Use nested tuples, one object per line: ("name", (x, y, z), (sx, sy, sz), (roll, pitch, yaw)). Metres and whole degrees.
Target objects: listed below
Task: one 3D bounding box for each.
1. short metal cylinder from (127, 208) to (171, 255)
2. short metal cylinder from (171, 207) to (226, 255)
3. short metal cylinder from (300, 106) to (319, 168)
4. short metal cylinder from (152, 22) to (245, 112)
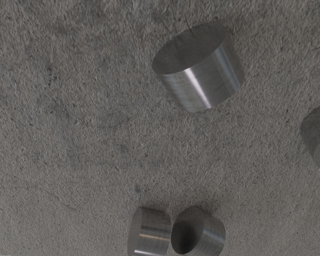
("short metal cylinder", (-0.019, 0.180, 0.524), (0.050, 0.080, 0.079), (16, 128, -13))
("short metal cylinder", (0.064, 0.182, 0.526), (0.050, 0.080, 0.080), (33, 123, -25))
("short metal cylinder", (0.232, 0.012, 0.403), (0.081, 0.050, 0.079), (0, 130, 0))
("short metal cylinder", (0.039, -0.063, 0.318), (0.080, 0.080, 0.050), (-23, 126, 18))
